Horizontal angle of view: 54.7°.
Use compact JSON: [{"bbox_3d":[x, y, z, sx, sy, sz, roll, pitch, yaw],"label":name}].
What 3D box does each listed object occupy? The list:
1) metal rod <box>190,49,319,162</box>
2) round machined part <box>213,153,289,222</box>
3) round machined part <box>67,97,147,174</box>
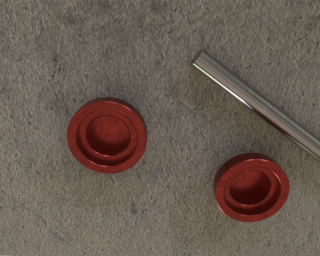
[{"bbox_3d":[0.166,-0.004,0.410,0.301,0.025,0.025,34,106,-12],"label":"metal rod"},{"bbox_3d":[0.123,0.078,0.431,0.099,0.042,0.097,0,110,-1],"label":"round machined part"},{"bbox_3d":[-0.066,0.007,0.402,0.099,0.042,0.097,0,110,-1],"label":"round machined part"}]
